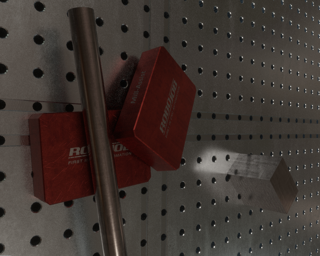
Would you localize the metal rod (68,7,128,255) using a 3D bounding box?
[{"bbox_3d":[-0.060,0.032,0.320,0.025,0.025,0.298,-12,98,-40],"label":"metal rod"}]

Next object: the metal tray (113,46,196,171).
[{"bbox_3d":[0.000,-0.023,0.381,0.090,0.030,0.130,43,50,-40],"label":"metal tray"}]

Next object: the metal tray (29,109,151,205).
[{"bbox_3d":[-0.072,0.026,0.347,0.131,0.030,0.089,-6,94,-40],"label":"metal tray"}]

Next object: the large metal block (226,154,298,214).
[{"bbox_3d":[0.172,0.092,0.521,0.050,0.080,0.080,-48,119,-29],"label":"large metal block"}]
